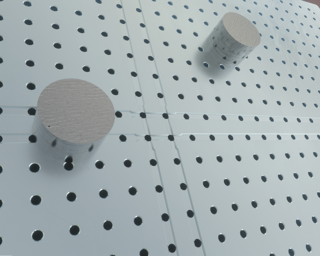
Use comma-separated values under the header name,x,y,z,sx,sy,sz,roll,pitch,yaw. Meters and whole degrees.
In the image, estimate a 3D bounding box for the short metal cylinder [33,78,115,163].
name,x,y,z,sx,sy,sz,roll,pitch,yaw
short metal cylinder,-0.096,-0.008,0.345,0.081,0.050,0.080,14,56,-21

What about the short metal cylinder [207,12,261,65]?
name,x,y,z,sx,sy,sz,roll,pitch,yaw
short metal cylinder,0.134,-0.162,0.563,0.081,0.050,0.080,14,56,-21
